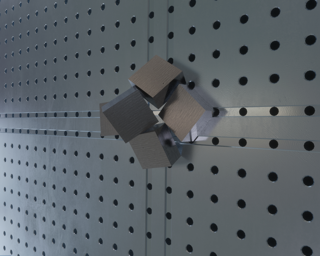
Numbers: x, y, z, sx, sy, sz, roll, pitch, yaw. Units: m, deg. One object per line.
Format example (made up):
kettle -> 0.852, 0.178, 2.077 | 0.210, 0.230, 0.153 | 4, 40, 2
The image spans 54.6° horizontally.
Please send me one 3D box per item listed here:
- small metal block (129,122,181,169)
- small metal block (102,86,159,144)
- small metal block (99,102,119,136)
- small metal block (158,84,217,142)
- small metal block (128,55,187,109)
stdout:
small metal block -> -0.008, 0.024, 0.404 | 0.050, 0.025, 0.050 | -12, 110, 40
small metal block -> -0.038, -0.017, 0.392 | 0.050, 0.050, 0.025 | -34, 23, -1
small metal block -> -0.063, -0.014, 0.463 | 0.050, 0.025, 0.050 | -5, 87, 40
small metal block -> 0.033, -0.018, 0.383 | 0.050, 0.025, 0.050 | 50, 119, 28
small metal block -> -0.003, -0.060, 0.397 | 0.050, 0.025, 0.050 | -43, 56, -11
